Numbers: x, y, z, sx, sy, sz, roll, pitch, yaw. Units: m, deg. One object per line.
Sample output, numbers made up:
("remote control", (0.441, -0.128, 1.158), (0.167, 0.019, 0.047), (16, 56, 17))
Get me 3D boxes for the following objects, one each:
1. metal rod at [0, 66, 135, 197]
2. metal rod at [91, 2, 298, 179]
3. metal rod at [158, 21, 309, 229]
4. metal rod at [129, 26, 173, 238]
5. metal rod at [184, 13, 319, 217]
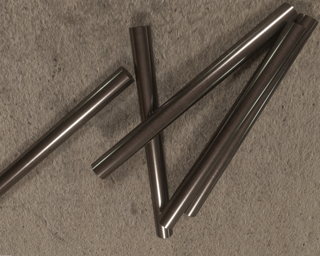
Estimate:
("metal rod", (-0.154, 0.024, 0.416), (0.300, 0.025, 0.025), (-39, 106, 12))
("metal rod", (0.037, -0.041, 0.375), (0.300, 0.025, 0.025), (-40, 106, 5))
("metal rod", (0.081, 0.009, 0.389), (0.025, 0.025, 0.298), (28, 107, -10))
("metal rod", (-0.009, 0.019, 0.416), (0.025, 0.025, 0.298), (-6, 110, 2))
("metal rod", (0.108, -0.004, 0.410), (0.025, 0.025, 0.298), (25, 108, -9))
